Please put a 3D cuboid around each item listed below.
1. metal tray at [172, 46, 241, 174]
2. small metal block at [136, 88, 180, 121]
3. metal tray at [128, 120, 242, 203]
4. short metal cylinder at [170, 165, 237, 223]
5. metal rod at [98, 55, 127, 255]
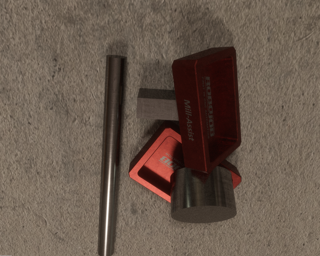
[{"bbox_3d":[0.060,-0.024,0.367,0.030,0.091,0.129,8,116,39],"label":"metal tray"},{"bbox_3d":[-0.002,-0.030,0.385,0.050,0.050,0.025,3,110,-2],"label":"small metal block"},{"bbox_3d":[0.034,0.061,0.430,0.130,0.030,0.090,35,106,-13],"label":"metal tray"},{"bbox_3d":[0.054,0.086,0.395,0.081,0.050,0.080,-1,149,0],"label":"short metal cylinder"},{"bbox_3d":[-0.068,0.052,0.427,0.025,0.025,0.298,5,110,-3],"label":"metal rod"}]
